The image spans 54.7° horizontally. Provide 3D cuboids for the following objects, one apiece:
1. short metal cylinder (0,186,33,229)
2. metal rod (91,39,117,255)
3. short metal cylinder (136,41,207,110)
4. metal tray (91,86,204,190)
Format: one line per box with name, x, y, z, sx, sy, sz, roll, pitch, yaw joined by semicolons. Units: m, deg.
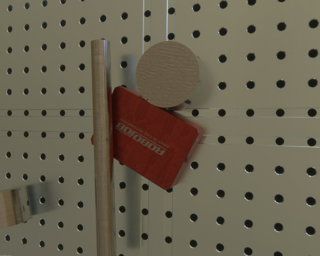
short metal cylinder;-0.239;0.121;0.468;0.080;0.080;0.050;-12;86;19
metal rod;-0.074;0.036;0.406;0.025;0.025;0.298;-2;89;20
short metal cylinder;0.016;-0.064;0.394;0.080;0.050;0.079;0;90;20
metal tray;-0.019;0.011;0.417;0.130;0.030;0.090;29;99;17
